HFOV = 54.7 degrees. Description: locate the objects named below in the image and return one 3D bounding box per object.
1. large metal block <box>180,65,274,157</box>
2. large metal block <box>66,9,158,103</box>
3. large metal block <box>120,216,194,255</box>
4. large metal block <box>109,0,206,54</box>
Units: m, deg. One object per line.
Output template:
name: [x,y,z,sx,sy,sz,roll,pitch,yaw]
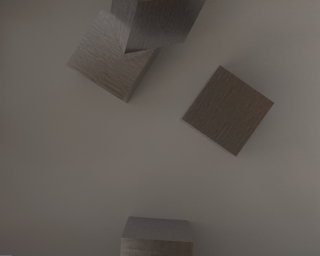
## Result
large metal block: [0.082,-0.021,0.399,0.080,0.050,0.080,35,90,0]
large metal block: [-0.058,-0.088,0.398,0.080,0.050,0.080,33,90,0]
large metal block: [-0.004,0.149,0.384,0.080,0.080,0.050,4,90,0]
large metal block: [-0.005,-0.133,0.343,0.081,0.080,0.050,-17,73,-22]
